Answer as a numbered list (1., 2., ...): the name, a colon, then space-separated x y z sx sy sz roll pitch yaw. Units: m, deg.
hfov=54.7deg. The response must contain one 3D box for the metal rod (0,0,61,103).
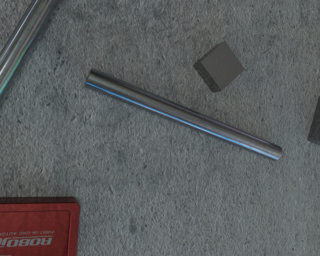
1. metal rod: -0.184 -0.041 0.340 0.025 0.025 0.299 29 80 -18

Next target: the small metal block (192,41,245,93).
1. small metal block: 0.084 -0.087 0.441 0.050 0.025 0.050 -43 104 -15

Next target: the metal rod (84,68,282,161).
1. metal rod: 0.046 -0.011 0.427 0.302 0.025 0.025 21 83 -19

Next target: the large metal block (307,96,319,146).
1. large metal block: 0.302 -0.004 0.510 0.080 0.050 0.080 20 83 -19

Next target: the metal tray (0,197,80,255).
1. metal tray: -0.161 0.125 0.347 0.131 0.030 0.089 4 89 -20
